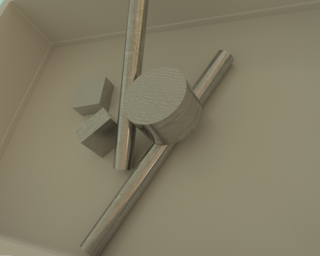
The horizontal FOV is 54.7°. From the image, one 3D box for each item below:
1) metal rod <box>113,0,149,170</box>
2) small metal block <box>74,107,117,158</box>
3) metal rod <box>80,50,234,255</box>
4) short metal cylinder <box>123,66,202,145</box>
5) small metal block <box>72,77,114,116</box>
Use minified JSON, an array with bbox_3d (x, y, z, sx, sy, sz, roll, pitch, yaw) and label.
[{"bbox_3d":[-0.034,-0.096,0.399,0.025,0.025,0.298,6,90,30],"label":"metal rod"},{"bbox_3d":[-0.078,0.007,0.424,0.050,0.050,0.025,-40,51,1],"label":"small metal block"},{"bbox_3d":[0.003,0.023,0.388,0.025,0.025,0.300,27,76,37],"label":"metal rod"},{"bbox_3d":[0.004,-0.026,0.370,0.080,0.050,0.080,-14,55,21],"label":"short metal cylinder"},{"bbox_3d":[-0.105,-0.050,0.489,0.050,0.025,0.050,-7,59,24],"label":"small metal block"}]
